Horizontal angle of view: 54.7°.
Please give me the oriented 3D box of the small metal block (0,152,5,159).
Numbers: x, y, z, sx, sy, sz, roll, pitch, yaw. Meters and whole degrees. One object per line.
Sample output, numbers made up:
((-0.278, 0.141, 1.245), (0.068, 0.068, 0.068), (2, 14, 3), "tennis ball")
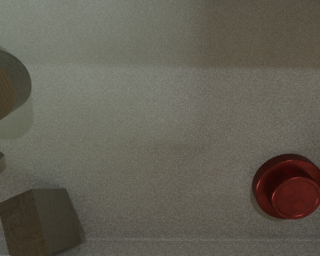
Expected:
((-0.254, 0.042, 0.423), (0.050, 0.025, 0.050), (-42, 105, 13), "small metal block")

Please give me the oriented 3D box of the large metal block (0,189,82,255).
((-0.156, 0.128, 0.410), (0.050, 0.080, 0.080), (-24, 75, 8), "large metal block")

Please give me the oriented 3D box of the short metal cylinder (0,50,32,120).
((-0.207, -0.051, 0.376), (0.081, 0.050, 0.079), (0, 110, -1), "short metal cylinder")

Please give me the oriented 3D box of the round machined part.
((0.185, 0.089, 0.438), (0.099, 0.042, 0.097), (0, 110, -1), "round machined part")
